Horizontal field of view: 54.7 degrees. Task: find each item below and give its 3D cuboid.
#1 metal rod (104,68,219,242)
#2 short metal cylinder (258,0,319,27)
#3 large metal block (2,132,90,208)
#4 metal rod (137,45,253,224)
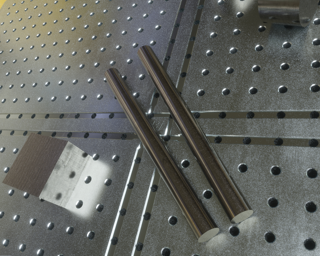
[{"bbox_3d":[-0.014,0.011,0.408,0.025,0.025,0.300,-36,51,4],"label":"metal rod"},{"bbox_3d":[0.166,-0.172,0.391,0.050,0.080,0.080,20,73,35],"label":"short metal cylinder"},{"bbox_3d":[-0.160,0.058,0.441,0.080,0.050,0.080,9,66,32],"label":"large metal block"},{"bbox_3d":[0.029,-0.016,0.402,0.025,0.025,0.300,-32,52,7],"label":"metal rod"}]
